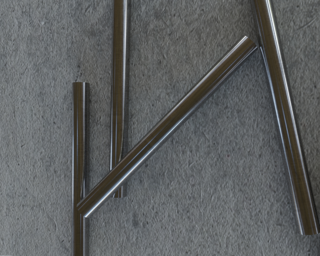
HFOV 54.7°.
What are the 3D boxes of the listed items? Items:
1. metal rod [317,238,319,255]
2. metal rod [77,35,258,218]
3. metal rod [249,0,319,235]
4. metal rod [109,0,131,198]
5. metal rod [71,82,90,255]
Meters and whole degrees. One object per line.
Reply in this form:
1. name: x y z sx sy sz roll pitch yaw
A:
1. metal rod: 0.204 0.012 0.336 0.025 0.025 0.298 8 93 20
2. metal rod: 0.004 0.004 0.391 0.300 0.025 0.025 -45 76 8
3. metal rod: 0.141 -0.030 0.358 0.025 0.025 0.298 -12 86 19
4. metal rod: -0.055 -0.055 0.428 0.025 0.025 0.298 1 90 20
5. metal rod: -0.115 0.084 0.449 0.025 0.025 0.298 0 90 20
